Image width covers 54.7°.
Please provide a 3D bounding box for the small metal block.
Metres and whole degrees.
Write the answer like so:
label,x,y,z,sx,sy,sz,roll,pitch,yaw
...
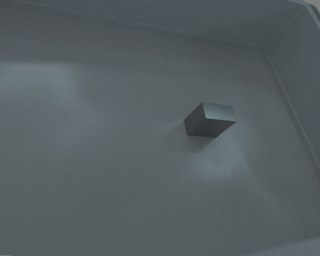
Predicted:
label,x,y,z,sx,sy,sz,roll,pitch,yaw
small metal block,0.070,-0.010,0.435,0.050,0.050,0.025,5,60,-26
